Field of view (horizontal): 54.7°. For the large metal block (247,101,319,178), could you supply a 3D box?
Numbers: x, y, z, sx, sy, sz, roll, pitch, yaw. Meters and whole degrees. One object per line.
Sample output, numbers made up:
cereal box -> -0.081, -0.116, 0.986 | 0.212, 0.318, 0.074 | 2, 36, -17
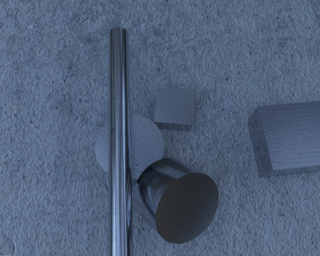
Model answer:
large metal block -> 0.165, 0.015, 0.391 | 0.081, 0.050, 0.080 | -6, 70, -3

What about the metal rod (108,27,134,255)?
metal rod -> -0.045, 0.018, 0.347 | 0.025, 0.025, 0.299 | -3, 70, -1

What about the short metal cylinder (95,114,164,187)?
short metal cylinder -> -0.035, 0.029, 0.384 | 0.081, 0.050, 0.080 | 0, 70, 0

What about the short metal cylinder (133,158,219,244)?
short metal cylinder -> 0.018, 0.079, 0.344 | 0.081, 0.050, 0.079 | -9, 107, -29

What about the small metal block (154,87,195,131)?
small metal block -> 0.019, -0.025, 0.418 | 0.050, 0.025, 0.050 | 5, 70, 1
